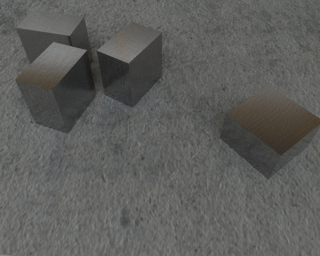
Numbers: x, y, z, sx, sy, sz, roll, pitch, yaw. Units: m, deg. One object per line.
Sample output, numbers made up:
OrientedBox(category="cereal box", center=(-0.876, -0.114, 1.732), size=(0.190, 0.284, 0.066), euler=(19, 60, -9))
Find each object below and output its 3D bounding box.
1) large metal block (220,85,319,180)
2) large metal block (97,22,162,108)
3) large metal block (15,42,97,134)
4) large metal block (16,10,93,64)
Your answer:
OrientedBox(category="large metal block", center=(0.136, 0.003, 0.387), size=(0.081, 0.050, 0.080), euler=(-31, 57, -24))
OrientedBox(category="large metal block", center=(-0.039, -0.090, 0.443), size=(0.050, 0.080, 0.080), euler=(25, 54, 19))
OrientedBox(category="large metal block", center=(-0.132, -0.053, 0.410), size=(0.050, 0.080, 0.080), euler=(16, 52, 13))
OrientedBox(category="large metal block", center=(-0.155, -0.125, 0.471), size=(0.080, 0.080, 0.050), euler=(11, 51, 8))
